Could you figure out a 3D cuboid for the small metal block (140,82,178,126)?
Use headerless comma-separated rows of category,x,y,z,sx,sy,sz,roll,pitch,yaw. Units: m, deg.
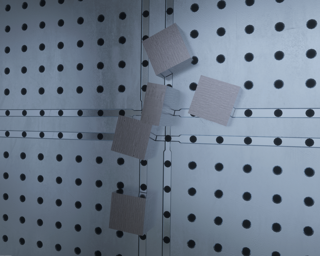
small metal block,0.000,-0.029,0.398,0.025,0.050,0.050,12,94,19

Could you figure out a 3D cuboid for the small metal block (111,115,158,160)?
small metal block,-0.034,0.012,0.424,0.050,0.025,0.050,15,95,19

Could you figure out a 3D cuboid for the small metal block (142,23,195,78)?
small metal block,0.011,-0.101,0.408,0.050,0.025,0.050,-25,82,18

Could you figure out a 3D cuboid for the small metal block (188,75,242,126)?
small metal block,0.069,-0.034,0.388,0.050,0.025,0.050,20,97,18

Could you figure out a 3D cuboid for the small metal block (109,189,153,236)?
small metal block,-0.040,0.115,0.426,0.050,0.025,0.050,6,92,19
